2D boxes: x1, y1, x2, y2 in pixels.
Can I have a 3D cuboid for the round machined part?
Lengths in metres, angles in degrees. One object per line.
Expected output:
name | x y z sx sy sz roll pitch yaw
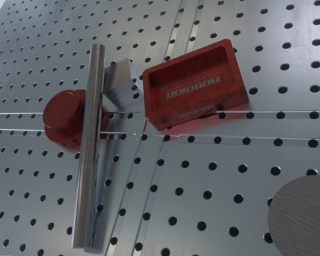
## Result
round machined part | -0.142 -0.021 0.485 0.098 0.042 0.098 -13 56 21

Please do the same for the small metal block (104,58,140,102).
small metal block | -0.063 -0.076 0.488 0.050 0.025 0.050 -23 53 14

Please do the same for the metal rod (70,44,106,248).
metal rod | -0.097 0.008 0.433 0.025 0.025 0.299 -12 63 22

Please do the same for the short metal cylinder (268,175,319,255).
short metal cylinder | 0.138 0.087 0.266 0.080 0.050 0.080 -13 56 21

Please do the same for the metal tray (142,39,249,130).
metal tray | 0.043 -0.058 0.418 0.130 0.030 0.090 -18 55 17
